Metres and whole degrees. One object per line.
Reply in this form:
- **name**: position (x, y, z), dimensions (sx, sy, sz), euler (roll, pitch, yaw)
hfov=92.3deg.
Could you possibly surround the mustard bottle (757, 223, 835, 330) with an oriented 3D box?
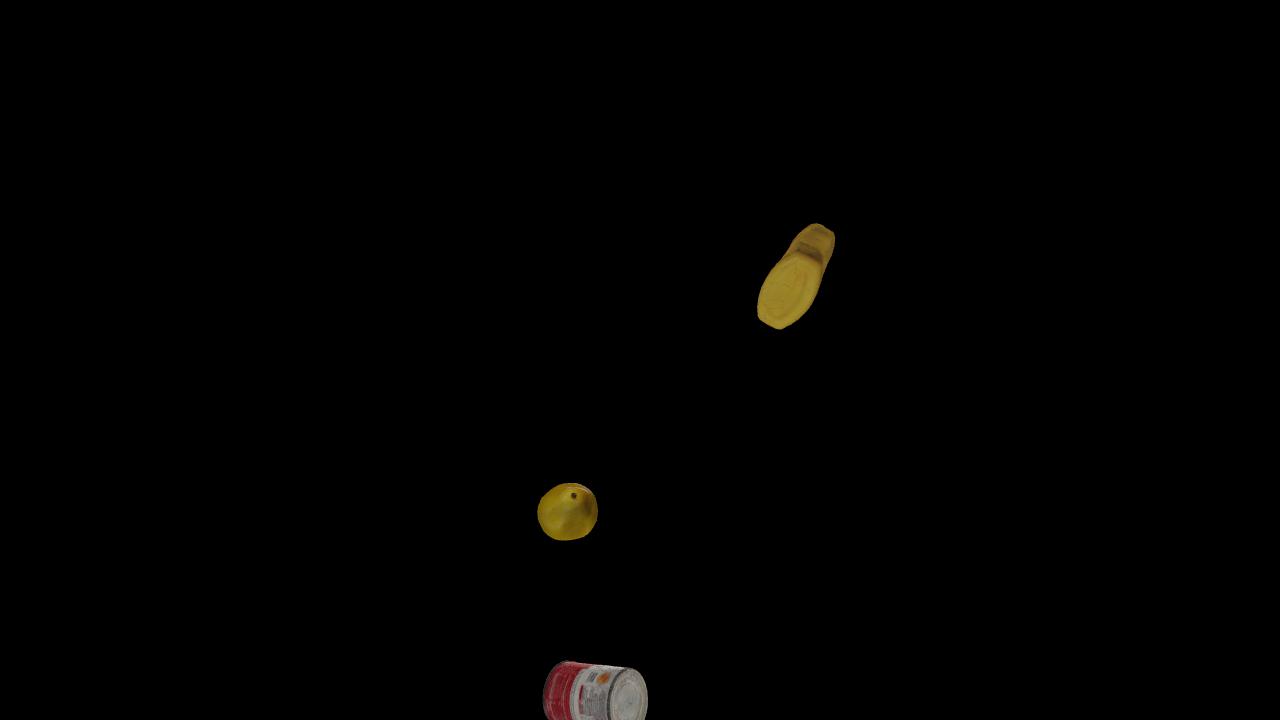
- **mustard bottle**: position (0.186, -0.108, 0.700), dimensions (0.054, 0.092, 0.184), euler (26, 35, 11)

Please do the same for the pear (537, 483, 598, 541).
- **pear**: position (-0.087, 0.187, 0.797), dimensions (0.080, 0.080, 0.111), euler (0, -35, -27)

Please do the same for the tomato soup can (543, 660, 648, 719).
- **tomato soup can**: position (-0.049, 0.374, 0.682), dimensions (0.101, 0.068, 0.068), euler (-16, -10, 36)
